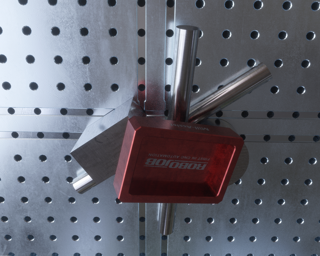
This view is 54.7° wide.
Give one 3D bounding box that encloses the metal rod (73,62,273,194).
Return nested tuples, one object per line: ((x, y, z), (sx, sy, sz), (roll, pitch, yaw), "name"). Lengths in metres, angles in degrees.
((0.009, 0.006, 0.416), (0.300, 0.025, 0.025), (-32, 107, 10), "metal rod")

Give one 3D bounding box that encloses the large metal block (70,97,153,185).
((-0.055, 0.013, 0.387), (0.080, 0.080, 0.050), (-32, 107, 11), "large metal block")

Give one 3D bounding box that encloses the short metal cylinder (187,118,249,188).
((0.072, 0.033, 0.412), (0.081, 0.050, 0.079), (0, 110, -1), "short metal cylinder")

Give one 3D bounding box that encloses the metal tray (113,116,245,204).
((0.021, 0.040, 0.350), (0.131, 0.030, 0.089), (7, 111, -23), "metal tray")

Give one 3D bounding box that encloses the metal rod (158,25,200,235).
((0.019, 0.024, 0.398), (0.025, 0.025, 0.298), (3, 119, -2), "metal rod")
